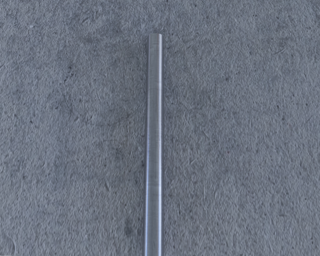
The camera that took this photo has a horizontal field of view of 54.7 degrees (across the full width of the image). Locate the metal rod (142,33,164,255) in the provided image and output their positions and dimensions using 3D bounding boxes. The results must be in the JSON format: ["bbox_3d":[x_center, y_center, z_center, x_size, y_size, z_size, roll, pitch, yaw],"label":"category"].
[{"bbox_3d":[-0.007,0.008,0.406,0.025,0.025,0.299,0,70,0],"label":"metal rod"}]
